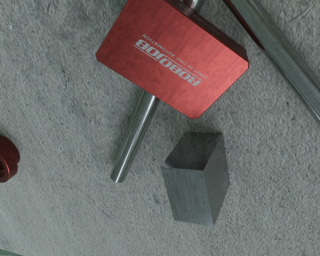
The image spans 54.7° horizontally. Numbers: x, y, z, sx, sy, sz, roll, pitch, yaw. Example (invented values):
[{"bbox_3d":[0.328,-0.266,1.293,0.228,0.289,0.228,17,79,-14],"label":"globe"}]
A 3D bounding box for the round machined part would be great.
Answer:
[{"bbox_3d":[-0.307,0.052,0.587,0.098,0.042,0.097,13,124,20],"label":"round machined part"}]

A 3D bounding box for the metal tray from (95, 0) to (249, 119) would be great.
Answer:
[{"bbox_3d":[0.013,-0.075,0.318,0.131,0.030,0.090,31,126,-17],"label":"metal tray"}]

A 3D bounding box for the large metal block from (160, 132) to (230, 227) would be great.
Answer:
[{"bbox_3d":[0.048,0.060,0.382,0.050,0.080,0.079,1,119,27],"label":"large metal block"}]

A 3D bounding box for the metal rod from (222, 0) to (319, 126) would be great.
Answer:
[{"bbox_3d":[0.162,-0.020,0.308,0.300,0.025,0.025,49,128,-7],"label":"metal rod"}]

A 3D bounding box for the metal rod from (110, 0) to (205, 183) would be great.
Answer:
[{"bbox_3d":[-0.016,-0.030,0.395,0.025,0.025,0.298,31,128,7],"label":"metal rod"}]
